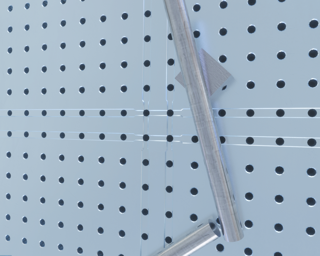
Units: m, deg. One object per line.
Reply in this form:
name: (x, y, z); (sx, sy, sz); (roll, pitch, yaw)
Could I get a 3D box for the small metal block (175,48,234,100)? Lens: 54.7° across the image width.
small metal block: (0.056, -0.063, 0.393); (0.050, 0.025, 0.050); (46, 104, 14)

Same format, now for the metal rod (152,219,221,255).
metal rod: (-0.045, 0.214, 0.428); (0.300, 0.025, 0.025); (-38, 78, 16)

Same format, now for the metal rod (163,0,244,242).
metal rod: (0.053, -0.010, 0.370); (0.025, 0.025, 0.298); (-13, 94, 19)
